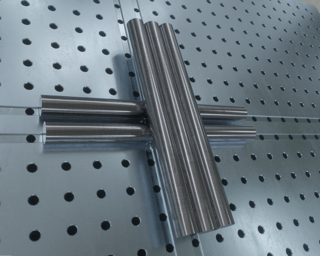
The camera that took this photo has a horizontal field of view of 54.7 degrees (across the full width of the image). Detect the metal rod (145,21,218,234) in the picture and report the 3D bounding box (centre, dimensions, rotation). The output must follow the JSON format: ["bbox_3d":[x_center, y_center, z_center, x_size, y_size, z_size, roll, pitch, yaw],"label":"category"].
[{"bbox_3d":[0.018,-0.019,0.399,0.025,0.025,0.299,1,61,-28],"label":"metal rod"}]

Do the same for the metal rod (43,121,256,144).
[{"bbox_3d":[0.007,0.007,0.409,0.303,0.025,0.025,1,62,-28],"label":"metal rod"}]

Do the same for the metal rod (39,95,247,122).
[{"bbox_3d":[-0.003,-0.024,0.423,0.303,0.025,0.025,1,62,-28],"label":"metal rod"}]

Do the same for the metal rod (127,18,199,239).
[{"bbox_3d":[-0.004,-0.019,0.387,0.025,0.025,0.299,1,61,-28],"label":"metal rod"}]

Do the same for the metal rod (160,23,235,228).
[{"bbox_3d":[0.040,-0.020,0.412,0.025,0.025,0.299,1,61,-28],"label":"metal rod"}]
